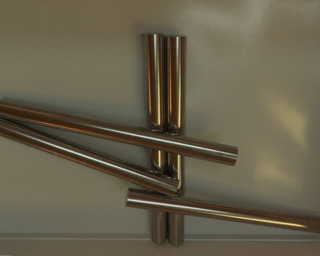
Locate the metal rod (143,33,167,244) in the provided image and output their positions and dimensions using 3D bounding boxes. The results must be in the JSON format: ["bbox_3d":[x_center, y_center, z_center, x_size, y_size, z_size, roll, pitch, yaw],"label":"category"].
[{"bbox_3d":[-0.004,0.028,0.418,0.025,0.025,0.298,-1,110,0],"label":"metal rod"}]

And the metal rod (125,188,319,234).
[{"bbox_3d":[0.102,0.119,0.437,0.302,0.025,0.025,11,110,-11],"label":"metal rod"}]

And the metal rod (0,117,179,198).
[{"bbox_3d":[-0.120,0.029,0.405,0.302,0.025,0.025,20,109,-2],"label":"metal rod"}]

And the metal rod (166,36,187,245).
[{"bbox_3d":[0.022,0.030,0.420,0.025,0.025,0.298,-1,110,0],"label":"metal rod"}]

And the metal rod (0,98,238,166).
[{"bbox_3d":[-0.054,0.005,0.390,0.302,0.025,0.025,12,110,3],"label":"metal rod"}]
